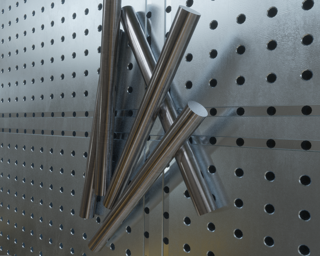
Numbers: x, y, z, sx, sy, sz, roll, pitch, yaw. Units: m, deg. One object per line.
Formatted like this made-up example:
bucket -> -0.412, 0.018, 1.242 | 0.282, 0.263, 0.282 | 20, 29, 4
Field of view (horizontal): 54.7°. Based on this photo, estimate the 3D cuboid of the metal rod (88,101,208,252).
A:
metal rod -> -0.031, 0.082, 0.411 | 0.025, 0.025, 0.298 | 53, 127, 26

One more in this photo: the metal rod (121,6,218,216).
metal rod -> 0.004, -0.034, 0.404 | 0.025, 0.025, 0.299 | -33, 70, 35

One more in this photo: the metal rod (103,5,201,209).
metal rod -> -0.021, -0.004, 0.396 | 0.025, 0.025, 0.298 | 44, 125, 31

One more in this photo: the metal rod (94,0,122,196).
metal rod -> -0.077, -0.045, 0.451 | 0.025, 0.025, 0.298 | 14, 105, 39

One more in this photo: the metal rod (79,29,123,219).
metal rod -> -0.093, -0.003, 0.483 | 0.025, 0.025, 0.298 | 16, 100, 38
